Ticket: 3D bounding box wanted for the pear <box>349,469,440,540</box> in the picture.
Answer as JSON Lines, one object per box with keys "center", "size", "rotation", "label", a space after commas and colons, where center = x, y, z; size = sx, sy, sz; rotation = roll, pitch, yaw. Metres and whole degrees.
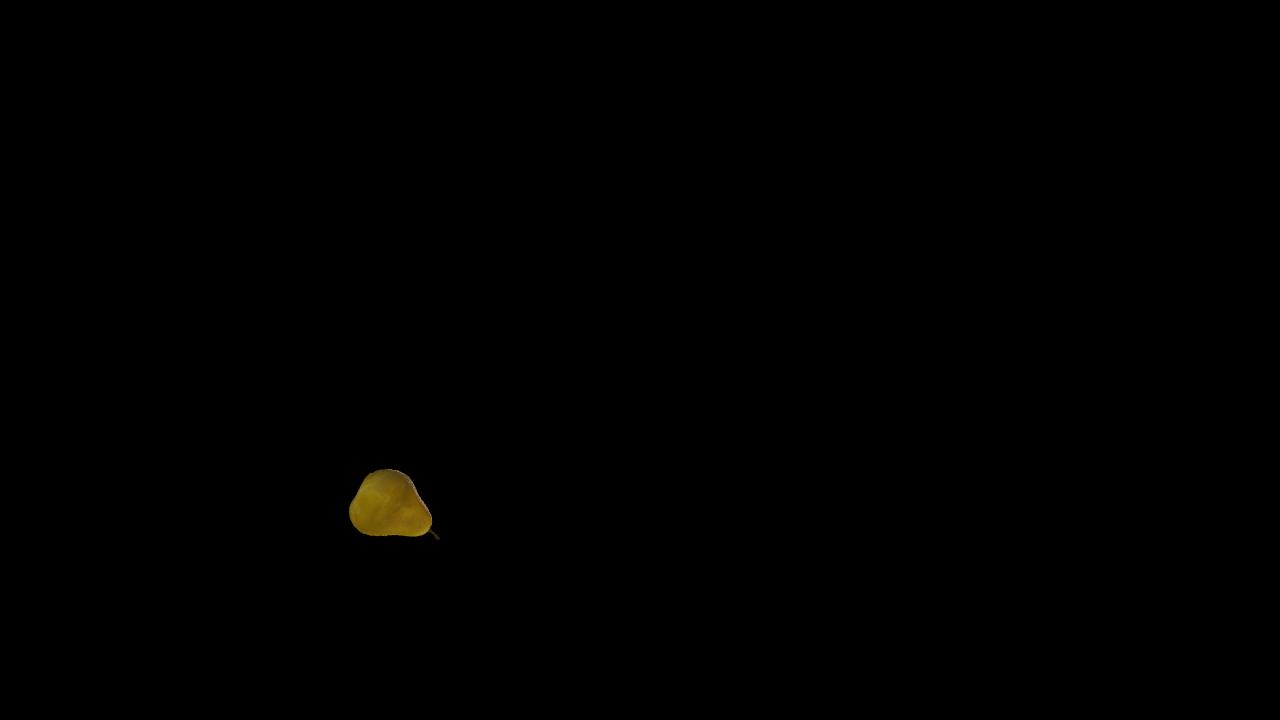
{"center": [-0.282, 0.179, 0.730], "size": [0.111, 0.080, 0.080], "rotation": [28, -8, -14], "label": "pear"}
